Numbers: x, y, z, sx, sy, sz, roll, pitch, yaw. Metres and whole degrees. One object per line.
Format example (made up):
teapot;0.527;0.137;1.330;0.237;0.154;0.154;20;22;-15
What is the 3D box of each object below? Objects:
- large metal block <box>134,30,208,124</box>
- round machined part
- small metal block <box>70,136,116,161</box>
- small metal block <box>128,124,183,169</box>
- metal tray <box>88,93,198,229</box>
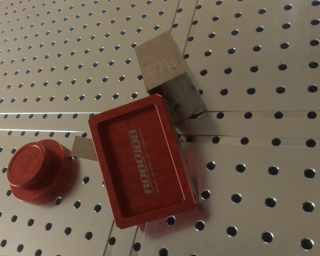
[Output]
large metal block;0.015;-0.064;0.403;0.050;0.080;0.080;-25;53;12
round machined part;-0.182;0.059;0.454;0.098;0.042;0.098;-13;56;20
small metal block;-0.081;0.030;0.400;0.050;0.050;0.025;12;82;1
small metal block;-0.006;0.024;0.396;0.050;0.025;0.050;11;67;32
metal tray;-0.020;0.037;0.349;0.090;0.030;0.129;-18;81;9
